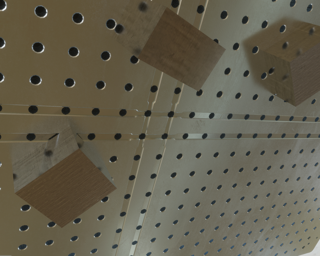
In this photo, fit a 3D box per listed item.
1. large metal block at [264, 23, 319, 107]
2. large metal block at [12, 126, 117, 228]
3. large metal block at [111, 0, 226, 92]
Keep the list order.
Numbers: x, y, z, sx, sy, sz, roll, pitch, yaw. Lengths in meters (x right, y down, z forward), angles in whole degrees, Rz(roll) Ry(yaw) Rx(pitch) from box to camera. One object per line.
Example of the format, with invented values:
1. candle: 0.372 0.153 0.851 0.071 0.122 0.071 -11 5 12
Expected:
1. large metal block: 0.206 -0.092 0.450 0.080 0.050 0.080 -33 129 -6
2. large metal block: -0.112 0.059 0.370 0.080 0.050 0.080 -36 129 -5
3. large metal block: 0.006 -0.089 0.323 0.080 0.080 0.050 22 107 -36
